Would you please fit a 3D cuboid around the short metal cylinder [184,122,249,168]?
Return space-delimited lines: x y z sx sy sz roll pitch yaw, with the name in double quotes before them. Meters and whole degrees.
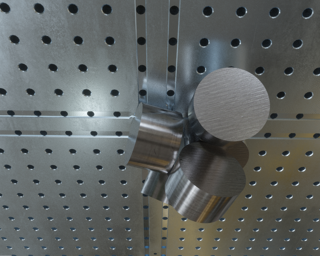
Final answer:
"short metal cylinder" 0.073 0.023 0.414 0.081 0.050 0.079 0 129 0

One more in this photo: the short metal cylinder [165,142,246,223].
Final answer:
"short metal cylinder" 0.052 0.062 0.362 0.081 0.080 0.050 13 129 -11

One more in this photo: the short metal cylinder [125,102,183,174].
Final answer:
"short metal cylinder" -0.009 0.013 0.386 0.050 0.080 0.079 15 129 -12

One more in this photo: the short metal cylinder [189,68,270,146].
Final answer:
"short metal cylinder" 0.075 -0.021 0.349 0.081 0.080 0.050 2 170 -2

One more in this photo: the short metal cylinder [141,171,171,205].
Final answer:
"short metal cylinder" 0.019 0.083 0.439 0.080 0.050 0.080 22 168 5
